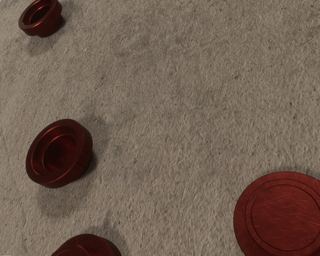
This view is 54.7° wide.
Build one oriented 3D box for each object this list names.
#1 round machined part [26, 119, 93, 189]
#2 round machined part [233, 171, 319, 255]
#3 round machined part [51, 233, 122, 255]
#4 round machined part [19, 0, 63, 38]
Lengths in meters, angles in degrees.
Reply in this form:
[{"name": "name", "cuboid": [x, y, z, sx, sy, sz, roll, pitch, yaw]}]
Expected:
[{"name": "round machined part", "cuboid": [-0.136, 0.039, 0.438, 0.098, 0.042, 0.098, -13, 56, 20]}, {"name": "round machined part", "cuboid": [0.115, 0.085, 0.280, 0.098, 0.042, 0.098, -13, 56, 20]}, {"name": "round machined part", "cuboid": [-0.090, 0.165, 0.337, 0.098, 0.042, 0.098, -13, 56, 20]}, {"name": "round machined part", "cuboid": [-0.249, -0.234, 0.664, 0.098, 0.042, 0.098, -13, 56, 20]}]
